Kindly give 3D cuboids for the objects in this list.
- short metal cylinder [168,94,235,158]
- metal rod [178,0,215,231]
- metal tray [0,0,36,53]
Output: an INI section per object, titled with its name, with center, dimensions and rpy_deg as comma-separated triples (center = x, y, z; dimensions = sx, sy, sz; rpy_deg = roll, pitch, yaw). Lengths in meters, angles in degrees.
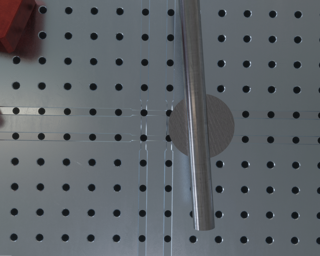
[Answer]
[short metal cylinder]
center = 0.051, -0.002, 0.401
dimensions = 0.081, 0.050, 0.079
rpy_deg = 0, 90, 0
[metal rod]
center = 0.042, -0.032, 0.363
dimensions = 0.025, 0.025, 0.298
rpy_deg = -4, 90, 0
[metal tray]
center = -0.240, -0.153, 0.393
dimensions = 0.131, 0.030, 0.090
rpy_deg = 12, 69, 0
